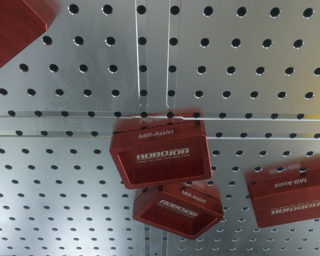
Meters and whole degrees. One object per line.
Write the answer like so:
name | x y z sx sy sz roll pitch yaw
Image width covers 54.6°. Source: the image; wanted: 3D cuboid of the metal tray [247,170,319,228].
metal tray | 0.218 0.118 0.510 0.130 0.030 0.090 -15 129 12

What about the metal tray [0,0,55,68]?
metal tray | -0.187 -0.107 0.316 0.130 0.030 0.090 -28 125 22

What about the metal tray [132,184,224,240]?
metal tray | 0.031 0.140 0.527 0.131 0.030 0.090 26 125 -21

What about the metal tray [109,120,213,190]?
metal tray | 0.004 0.041 0.442 0.130 0.030 0.090 -9 130 7
